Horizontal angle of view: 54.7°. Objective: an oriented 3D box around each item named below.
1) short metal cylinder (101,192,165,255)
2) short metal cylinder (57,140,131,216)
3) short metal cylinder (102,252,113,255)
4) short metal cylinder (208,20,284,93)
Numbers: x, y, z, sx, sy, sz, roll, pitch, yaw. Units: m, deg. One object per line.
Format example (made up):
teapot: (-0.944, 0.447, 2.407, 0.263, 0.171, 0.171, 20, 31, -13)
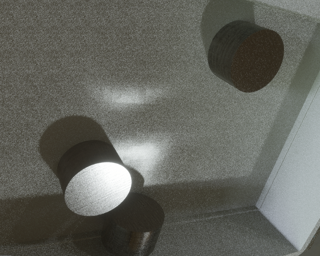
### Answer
short metal cylinder: (-0.039, 0.136, 0.438, 0.081, 0.080, 0.050, 1, 118, -30)
short metal cylinder: (-0.082, 0.062, 0.387, 0.081, 0.050, 0.079, -14, 125, -21)
short metal cylinder: (-0.065, 0.245, 0.513, 0.081, 0.050, 0.079, -14, 124, -21)
short metal cylinder: (0.109, -0.092, 0.398, 0.081, 0.050, 0.079, -14, 125, -21)
